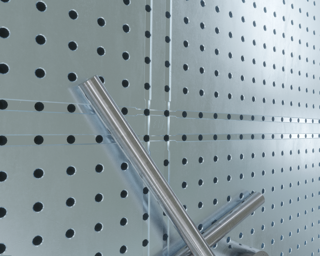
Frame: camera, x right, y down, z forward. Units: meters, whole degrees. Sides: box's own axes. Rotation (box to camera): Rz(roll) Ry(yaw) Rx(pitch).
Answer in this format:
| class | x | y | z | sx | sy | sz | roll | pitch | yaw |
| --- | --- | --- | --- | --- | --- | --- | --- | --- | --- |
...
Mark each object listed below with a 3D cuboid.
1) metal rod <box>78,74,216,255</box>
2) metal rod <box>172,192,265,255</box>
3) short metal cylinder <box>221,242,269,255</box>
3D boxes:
| class | x | y | z | sx | sy | sz | roll | pitch | yaw |
| --- | --- | --- | --- | --- | --- | --- | --- | --- | --- |
| metal rod | -0.005 | 0.068 | 0.387 | 0.025 | 0.025 | 0.299 | -43 | 111 | -31 |
| metal rod | 0.067 | 0.171 | 0.465 | 0.302 | 0.025 | 0.025 | -22 | 104 | -38 |
| short metal cylinder | 0.140 | 0.236 | 0.511 | 0.081 | 0.050 | 0.079 | 0 | 90 | -40 |
